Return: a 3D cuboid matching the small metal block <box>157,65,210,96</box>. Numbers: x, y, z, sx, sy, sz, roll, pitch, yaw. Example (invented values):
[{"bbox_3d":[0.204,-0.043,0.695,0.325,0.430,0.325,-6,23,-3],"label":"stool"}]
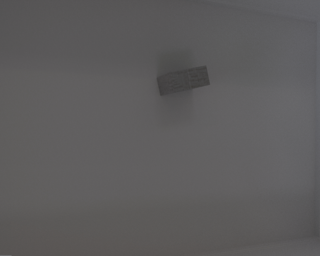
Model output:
[{"bbox_3d":[0.030,-0.062,0.408,0.050,0.050,0.025,-14,95,-19],"label":"small metal block"}]
